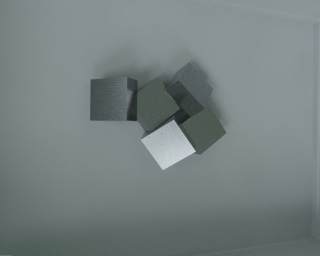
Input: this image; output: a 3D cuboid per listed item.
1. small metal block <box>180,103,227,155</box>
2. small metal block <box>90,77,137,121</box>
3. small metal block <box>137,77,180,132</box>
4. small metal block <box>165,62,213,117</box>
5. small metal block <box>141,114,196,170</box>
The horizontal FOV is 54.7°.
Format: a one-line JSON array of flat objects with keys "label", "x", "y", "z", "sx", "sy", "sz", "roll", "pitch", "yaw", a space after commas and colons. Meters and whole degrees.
[{"label": "small metal block", "x": 0.056, "y": 0.001, "z": 0.431, "sx": 0.050, "sy": 0.025, "sz": 0.050, "roll": -38, "pitch": 102, "yaw": -16}, {"label": "small metal block", "x": -0.056, "y": -0.033, "z": 0.374, "sx": 0.050, "sy": 0.025, "sz": 0.050, "roll": 0, "pitch": 89, "yaw": 23}, {"label": "small metal block", "x": -0.011, "y": -0.030, "z": 0.406, "sx": 0.050, "sy": 0.025, "sz": 0.050, "roll": -39, "pitch": 103, "yaw": -16}, {"label": "small metal block", "x": 0.040, "y": -0.051, "z": 0.412, "sx": 0.050, "sy": 0.025, "sz": 0.050, "roll": 45, "pitch": 41, "yaw": -15}, {"label": "small metal block", "x": 0.012, "y": 0.018, "z": 0.402, "sx": 0.050, "sy": 0.025, "sz": 0.050, "roll": -32, "pitch": 102, "yaw": 14}]
